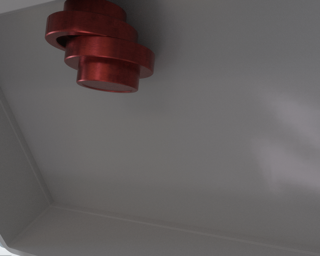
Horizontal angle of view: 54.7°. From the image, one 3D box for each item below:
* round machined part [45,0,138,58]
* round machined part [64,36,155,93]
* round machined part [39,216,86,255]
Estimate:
[{"bbox_3d":[-0.073,-0.110,0.343,0.098,0.098,0.042,4,87,26],"label":"round machined part"},{"bbox_3d":[-0.056,-0.066,0.347,0.098,0.098,0.042,4,86,26],"label":"round machined part"},{"bbox_3d":[-0.192,0.219,0.633,0.098,0.042,0.097,15,131,18],"label":"round machined part"}]
